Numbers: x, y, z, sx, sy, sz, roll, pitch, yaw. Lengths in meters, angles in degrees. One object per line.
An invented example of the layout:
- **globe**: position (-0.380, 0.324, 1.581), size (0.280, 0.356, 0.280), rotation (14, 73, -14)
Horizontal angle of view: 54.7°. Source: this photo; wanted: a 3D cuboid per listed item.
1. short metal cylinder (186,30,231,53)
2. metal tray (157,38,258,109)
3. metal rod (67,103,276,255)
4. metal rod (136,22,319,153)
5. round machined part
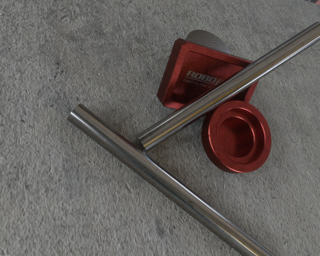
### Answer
- **short metal cylinder**: position (0.066, -0.107, 0.488), size (0.081, 0.050, 0.080), rotation (14, 56, -21)
- **metal tray**: position (0.071, -0.064, 0.438), size (0.131, 0.089, 0.030), rotation (11, 21, -23)
- **metal rod**: position (0.018, 0.074, 0.368), size (0.300, 0.025, 0.025), rotation (38, 51, -3)
- **metal rod**: position (0.102, -0.059, 0.410), size (0.301, 0.025, 0.025), rotation (-32, 79, -11)
- **round machined part**: position (0.100, 0.014, 0.427), size (0.099, 0.042, 0.098), rotation (5, 76, -21)
